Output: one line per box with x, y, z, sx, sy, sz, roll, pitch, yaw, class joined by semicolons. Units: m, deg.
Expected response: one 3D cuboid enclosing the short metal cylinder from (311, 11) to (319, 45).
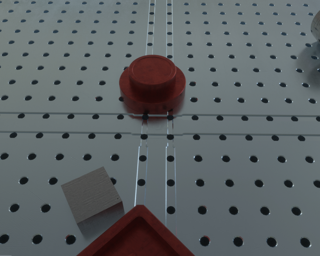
0.302;-0.166;0.514;0.081;0.080;0.050;-5;50;-5;short metal cylinder

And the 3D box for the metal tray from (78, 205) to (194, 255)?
-0.008;0.145;0.282;0.091;0.030;0.130;-36;59;-27;metal tray

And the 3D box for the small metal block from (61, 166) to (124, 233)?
-0.074;0.078;0.342;0.050;0.025;0.050;-24;54;-19;small metal block

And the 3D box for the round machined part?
-0.011;-0.071;0.456;0.099;0.042;0.098;0;50;0;round machined part
